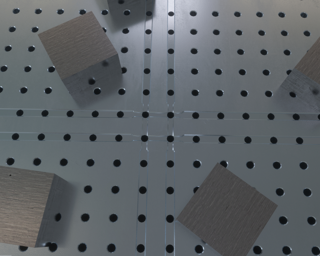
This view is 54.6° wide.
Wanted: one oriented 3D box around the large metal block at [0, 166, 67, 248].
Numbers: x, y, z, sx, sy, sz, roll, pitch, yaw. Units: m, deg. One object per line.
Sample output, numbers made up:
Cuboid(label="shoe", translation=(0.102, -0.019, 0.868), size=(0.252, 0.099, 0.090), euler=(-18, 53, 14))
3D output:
Cuboid(label="large metal block", translation=(-0.166, 0.092, 0.364), size=(0.080, 0.050, 0.080), euler=(8, 70, 3))

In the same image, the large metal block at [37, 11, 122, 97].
Cuboid(label="large metal block", translation=(-0.110, -0.104, 0.436), size=(0.080, 0.050, 0.080), euler=(-28, 73, -10))

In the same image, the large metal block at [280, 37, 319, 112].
Cuboid(label="large metal block", translation=(0.231, -0.074, 0.427), size=(0.080, 0.050, 0.080), euler=(39, 74, 13))

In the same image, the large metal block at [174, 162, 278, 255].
Cuboid(label="large metal block", translation=(0.074, 0.101, 0.362), size=(0.080, 0.050, 0.080), euler=(36, 74, 12))

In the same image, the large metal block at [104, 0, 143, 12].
Cuboid(label="large metal block", translation=(-0.060, -0.243, 0.487), size=(0.080, 0.050, 0.080), euler=(-23, 72, -8))
